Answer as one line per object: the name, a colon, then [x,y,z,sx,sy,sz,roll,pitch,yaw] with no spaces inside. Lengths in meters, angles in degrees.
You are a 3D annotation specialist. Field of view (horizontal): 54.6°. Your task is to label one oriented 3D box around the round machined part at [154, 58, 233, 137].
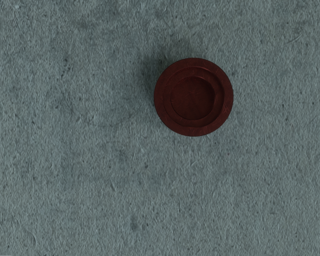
round machined part: [0.041,-0.038,0.402,0.099,0.042,0.097,0,90,0]
